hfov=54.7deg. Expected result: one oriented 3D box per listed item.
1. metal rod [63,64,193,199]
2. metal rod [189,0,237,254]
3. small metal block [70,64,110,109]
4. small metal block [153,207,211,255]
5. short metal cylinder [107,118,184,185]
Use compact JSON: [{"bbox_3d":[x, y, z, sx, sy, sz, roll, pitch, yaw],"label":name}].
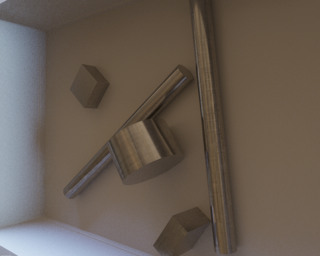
[{"bbox_3d":[-0.061,0.021,0.454,0.299,0.025,0.025,-44,64,30],"label":"metal rod"},{"bbox_3d":[0.060,-0.012,0.356,0.025,0.025,0.298,-9,85,39],"label":"metal rod"},{"bbox_3d":[-0.114,-0.067,0.498,0.050,0.025,0.050,48,118,29],"label":"small metal block"},{"bbox_3d":[0.027,0.125,0.367,0.025,0.050,0.050,43,116,31],"label":"small metal block"},{"bbox_3d":[-0.018,0.030,0.384,0.080,0.081,0.050,-39,66,33],"label":"short metal cylinder"}]
